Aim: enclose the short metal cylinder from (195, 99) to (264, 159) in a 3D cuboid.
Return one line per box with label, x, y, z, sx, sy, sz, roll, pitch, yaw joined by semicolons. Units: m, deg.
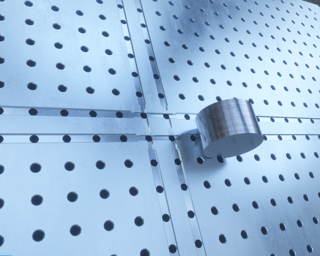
short metal cylinder;0.093;0.003;0.420;0.081;0.080;0.050;4;60;-26
